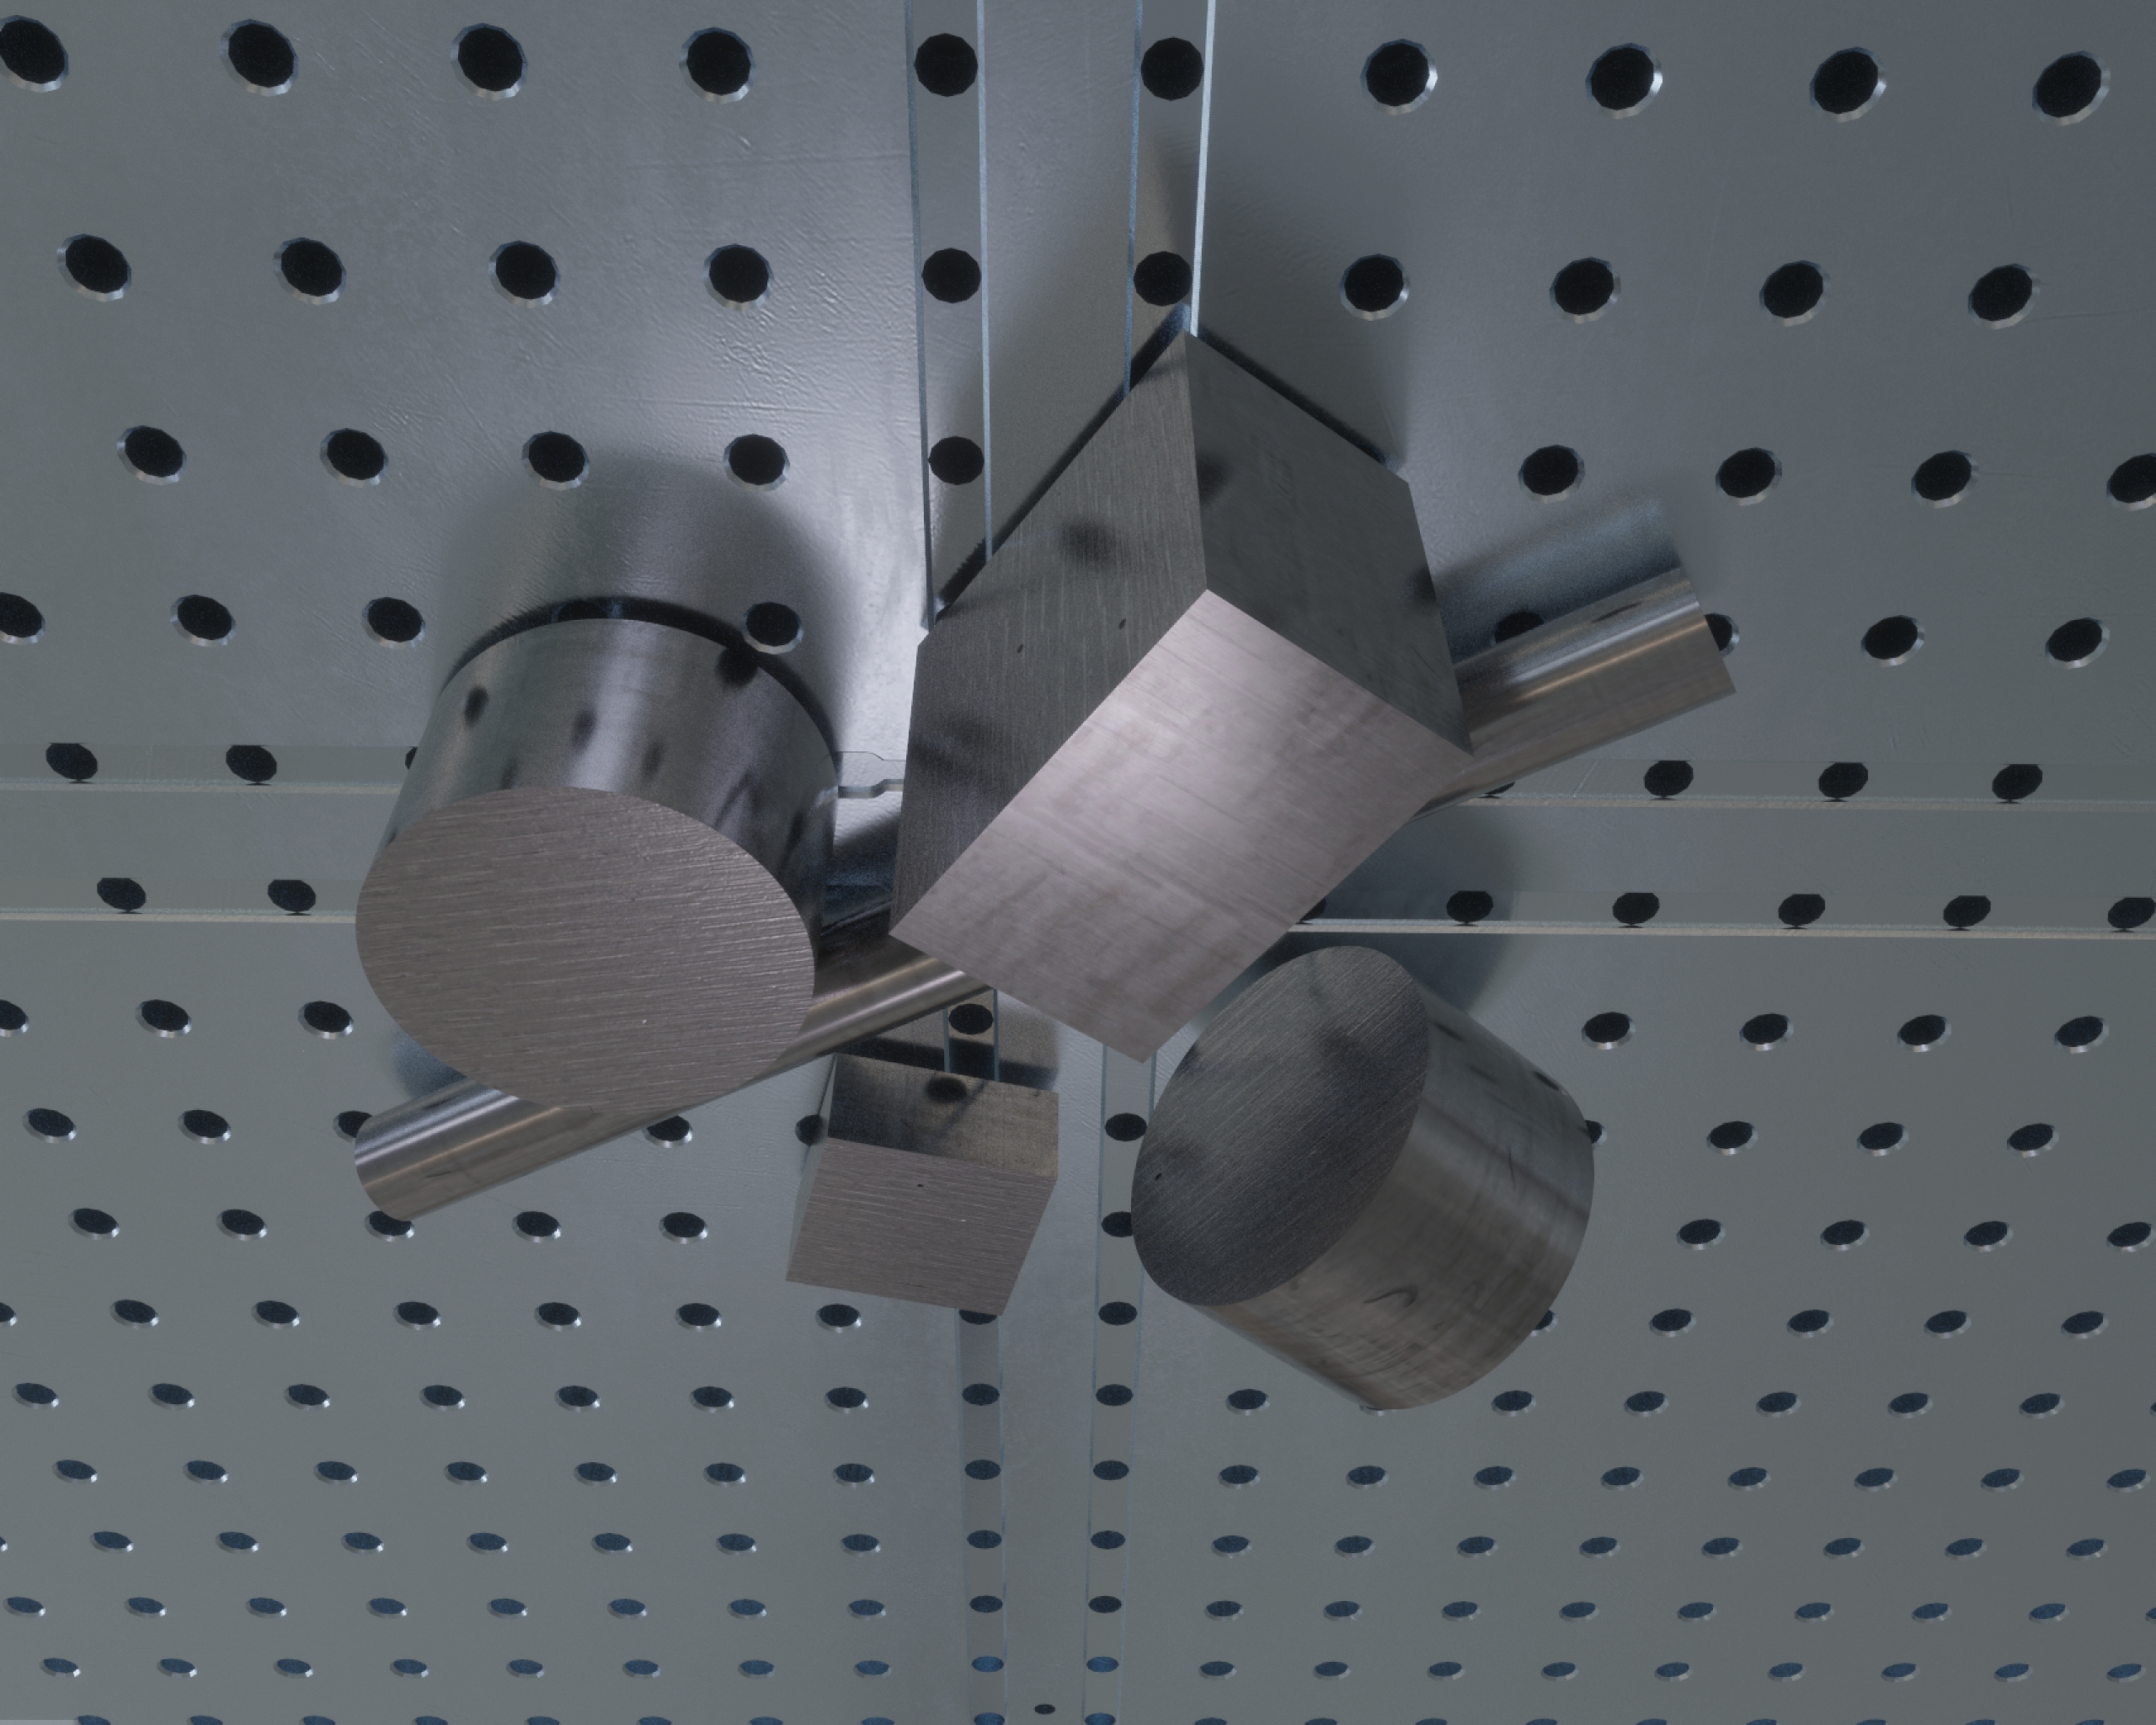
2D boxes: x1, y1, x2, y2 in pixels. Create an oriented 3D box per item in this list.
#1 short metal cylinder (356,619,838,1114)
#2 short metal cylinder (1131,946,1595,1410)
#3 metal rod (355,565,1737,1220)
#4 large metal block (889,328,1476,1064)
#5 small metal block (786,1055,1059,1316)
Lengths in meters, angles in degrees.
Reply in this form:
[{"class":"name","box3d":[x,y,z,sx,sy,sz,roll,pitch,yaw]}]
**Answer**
[{"class":"short metal cylinder","box3d":[-0.087,0.001,0.391,0.081,0.050,0.079,0,130,0]},{"class":"short metal cylinder","box3d":[0.057,0.064,0.426,0.050,0.080,0.080,36,121,-27]},{"class":"metal rod","box3d":[-0.019,0.013,0.418,0.300,0.025,0.025,-22,127,18]},{"class":"large metal block","box3d":[0.014,-0.028,0.348,0.050,0.080,0.080,29,124,-23]},{"class":"small metal block","box3d":[-0.035,0.073,0.469,0.050,0.025,0.050,12,129,-10]}]
